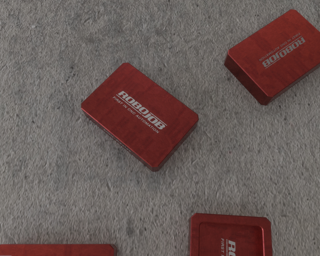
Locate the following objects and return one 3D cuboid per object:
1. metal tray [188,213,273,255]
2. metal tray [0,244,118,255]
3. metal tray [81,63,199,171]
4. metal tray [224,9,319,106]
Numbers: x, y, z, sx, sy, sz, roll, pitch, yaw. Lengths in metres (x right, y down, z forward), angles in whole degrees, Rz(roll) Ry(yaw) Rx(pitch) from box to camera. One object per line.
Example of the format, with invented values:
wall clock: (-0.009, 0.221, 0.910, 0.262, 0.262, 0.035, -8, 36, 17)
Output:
metal tray: (0.077, 0.165, 0.345, 0.091, 0.030, 0.130, 4, 70, 1)
metal tray: (-0.116, 0.175, 0.340, 0.131, 0.030, 0.090, 0, 70, 0)
metal tray: (-0.026, -0.016, 0.411, 0.130, 0.030, 0.090, 38, 74, 12)
metal tray: (0.171, -0.103, 0.444, 0.131, 0.030, 0.090, -34, 74, -12)
